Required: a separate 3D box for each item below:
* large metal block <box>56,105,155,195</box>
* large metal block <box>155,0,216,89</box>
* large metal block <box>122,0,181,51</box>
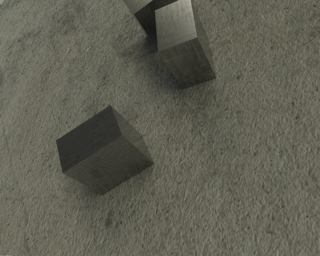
[{"bbox_3d":[-0.066,0.030,0.385,0.080,0.080,0.050,-32,52,7],"label":"large metal block"},{"bbox_3d":[0.035,-0.113,0.420,0.050,0.080,0.080,-17,55,19],"label":"large metal block"},{"bbox_3d":[0.003,-0.181,0.478,0.080,0.080,0.050,-35,51,5],"label":"large metal block"}]
